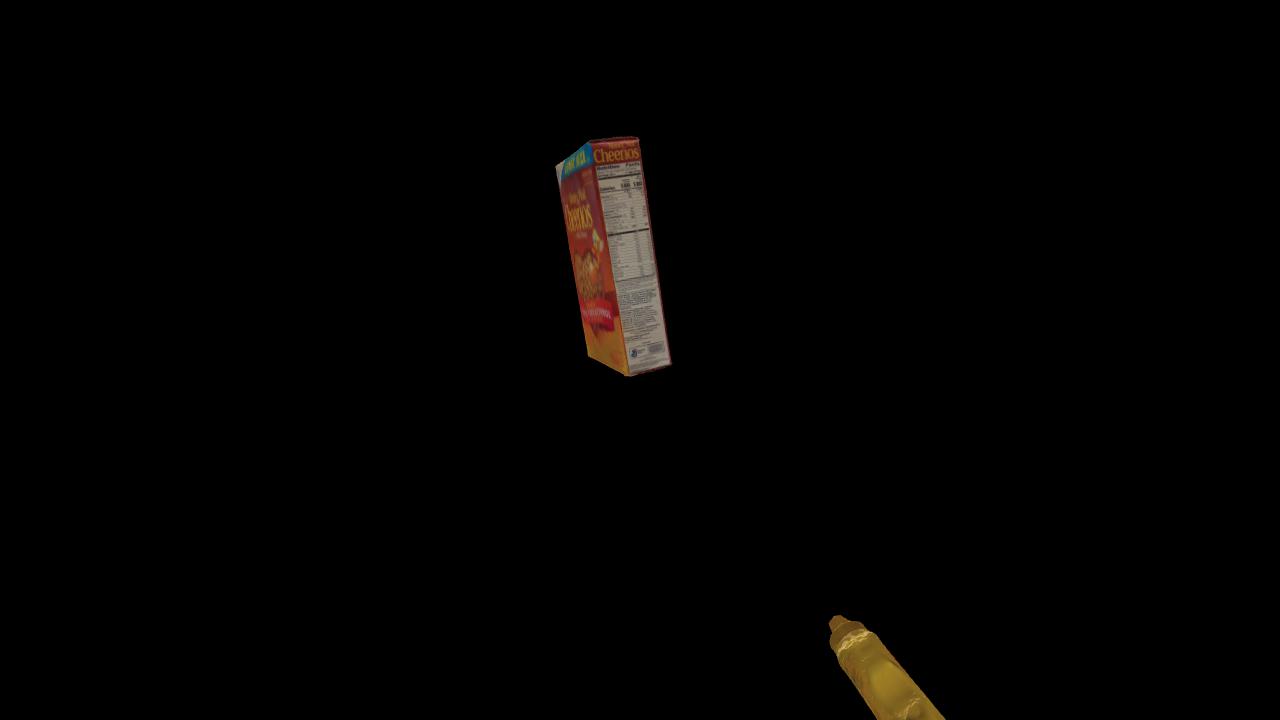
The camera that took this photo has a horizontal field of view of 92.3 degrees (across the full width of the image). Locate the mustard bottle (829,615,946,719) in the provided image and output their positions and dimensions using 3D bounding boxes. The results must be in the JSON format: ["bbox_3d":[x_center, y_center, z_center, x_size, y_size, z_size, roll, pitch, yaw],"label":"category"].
[{"bbox_3d":[0.239,0.319,0.597,0.054,0.092,0.184,-36,25,-1],"label":"mustard bottle"}]

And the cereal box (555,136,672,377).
[{"bbox_3d":[-0.044,-0.144,0.883,0.081,0.306,0.203,-14,13,-18],"label":"cereal box"}]
